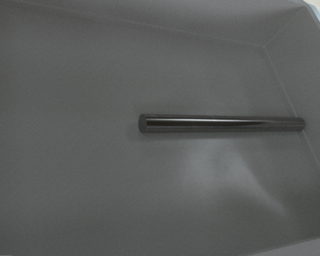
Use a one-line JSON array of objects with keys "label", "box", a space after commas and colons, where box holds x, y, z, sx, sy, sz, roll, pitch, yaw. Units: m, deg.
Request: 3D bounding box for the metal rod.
[{"label": "metal rod", "box": [0.110, -0.006, 0.470, 0.303, 0.025, 0.025, 0, 62, -29]}]
